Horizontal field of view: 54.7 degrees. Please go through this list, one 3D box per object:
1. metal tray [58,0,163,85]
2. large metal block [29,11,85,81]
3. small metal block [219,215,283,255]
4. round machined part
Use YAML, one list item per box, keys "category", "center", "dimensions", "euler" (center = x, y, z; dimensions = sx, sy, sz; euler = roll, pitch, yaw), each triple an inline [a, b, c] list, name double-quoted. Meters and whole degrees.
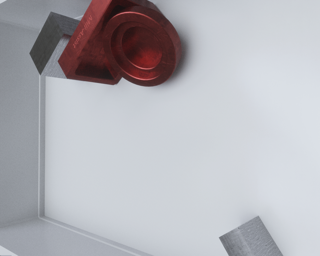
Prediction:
- category: "metal tray"
  center: [-0.067, -0.118, 0.416]
  dimensions: [0.129, 0.091, 0.030]
  euler: [-48, 61, 29]
- category: "large metal block"
  center: [-0.143, -0.124, 0.486]
  dimensions: [0.080, 0.081, 0.050]
  euler: [-47, 62, 29]
- category: "small metal block"
  center: [0.094, 0.122, 0.312]
  dimensions: [0.025, 0.050, 0.050]
  euler: [-43, 64, 31]
- category: "round machined part"
  center: [-0.019, -0.104, 0.388]
  dimensions: [0.098, 0.042, 0.097]
  euler: [15, 134, 17]
